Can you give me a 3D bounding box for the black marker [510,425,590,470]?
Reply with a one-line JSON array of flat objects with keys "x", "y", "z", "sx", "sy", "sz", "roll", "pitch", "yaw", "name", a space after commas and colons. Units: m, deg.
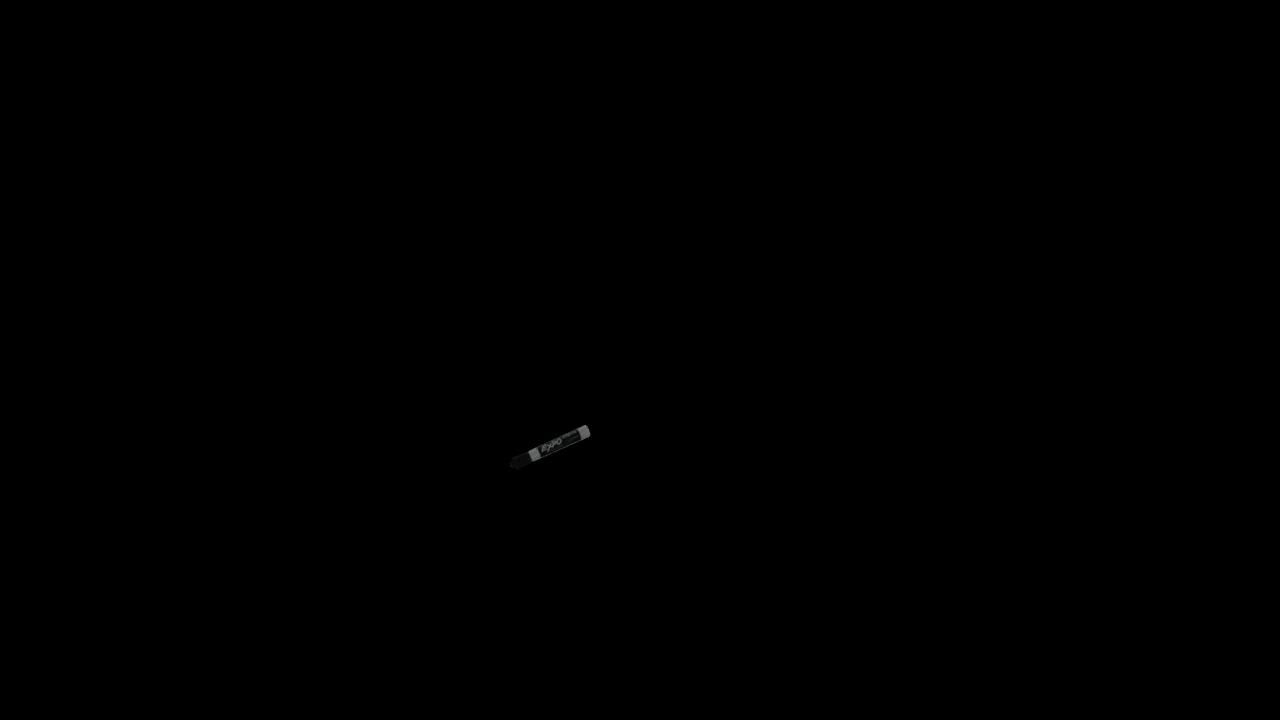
[{"x": -0.127, "y": 0.124, "z": 0.873, "sx": 0.121, "sy": 0.020, "sz": 0.020, "roll": -23, "pitch": 9, "yaw": -24, "name": "black marker"}]
